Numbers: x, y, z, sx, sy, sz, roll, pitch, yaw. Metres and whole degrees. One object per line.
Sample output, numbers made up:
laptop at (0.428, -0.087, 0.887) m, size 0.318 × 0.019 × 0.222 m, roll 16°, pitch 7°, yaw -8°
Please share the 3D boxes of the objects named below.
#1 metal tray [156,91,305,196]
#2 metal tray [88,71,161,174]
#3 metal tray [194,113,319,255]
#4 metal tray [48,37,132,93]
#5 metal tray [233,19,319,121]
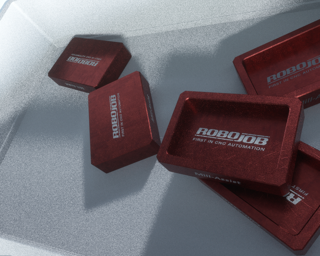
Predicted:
metal tray at (0.071, 0.010, 0.319) m, size 0.130 × 0.030 × 0.090 m, roll 8°, pitch 65°, yaw 31°
metal tray at (-0.054, -0.011, 0.438) m, size 0.090 × 0.030 × 0.130 m, roll -22°, pitch 53°, yaw 14°
metal tray at (0.109, 0.049, 0.314) m, size 0.130 × 0.030 × 0.090 m, roll 35°, pitch 81°, yaw 38°
metal tray at (-0.123, -0.108, 0.534) m, size 0.130 × 0.030 × 0.090 m, roll 17°, pitch 70°, yaw 34°
metal tray at (0.162, -0.069, 0.359) m, size 0.130 × 0.030 × 0.090 m, roll -23°, pitch 53°, yaw 14°
